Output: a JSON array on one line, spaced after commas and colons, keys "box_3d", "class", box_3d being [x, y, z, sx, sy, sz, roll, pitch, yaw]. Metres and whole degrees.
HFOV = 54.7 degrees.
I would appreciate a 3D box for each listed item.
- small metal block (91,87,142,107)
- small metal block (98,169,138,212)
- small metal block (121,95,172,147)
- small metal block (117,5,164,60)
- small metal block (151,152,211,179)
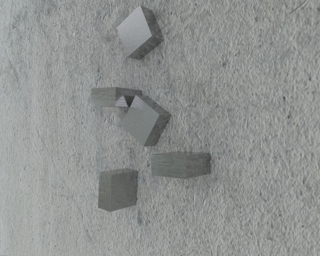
[{"box_3d": [-0.061, -0.042, 0.439, 0.050, 0.050, 0.025, 3, 92, 40], "class": "small metal block"}, {"box_3d": [-0.058, 0.086, 0.437, 0.025, 0.050, 0.050, 5, 93, 40], "class": "small metal block"}, {"box_3d": [-0.019, -0.010, 0.421, 0.050, 0.025, 0.050, 41, 115, 32], "class": "small metal block"}, {"box_3d": [-0.028, -0.130, 0.428, 0.050, 0.025, 0.050, -31, 71, 35], "class": "small metal block"}, {"box_3d": [0.025, 0.043, 0.368, 0.050, 0.050, 0.025, -2, 89, 40], "class": "small metal block"}]
